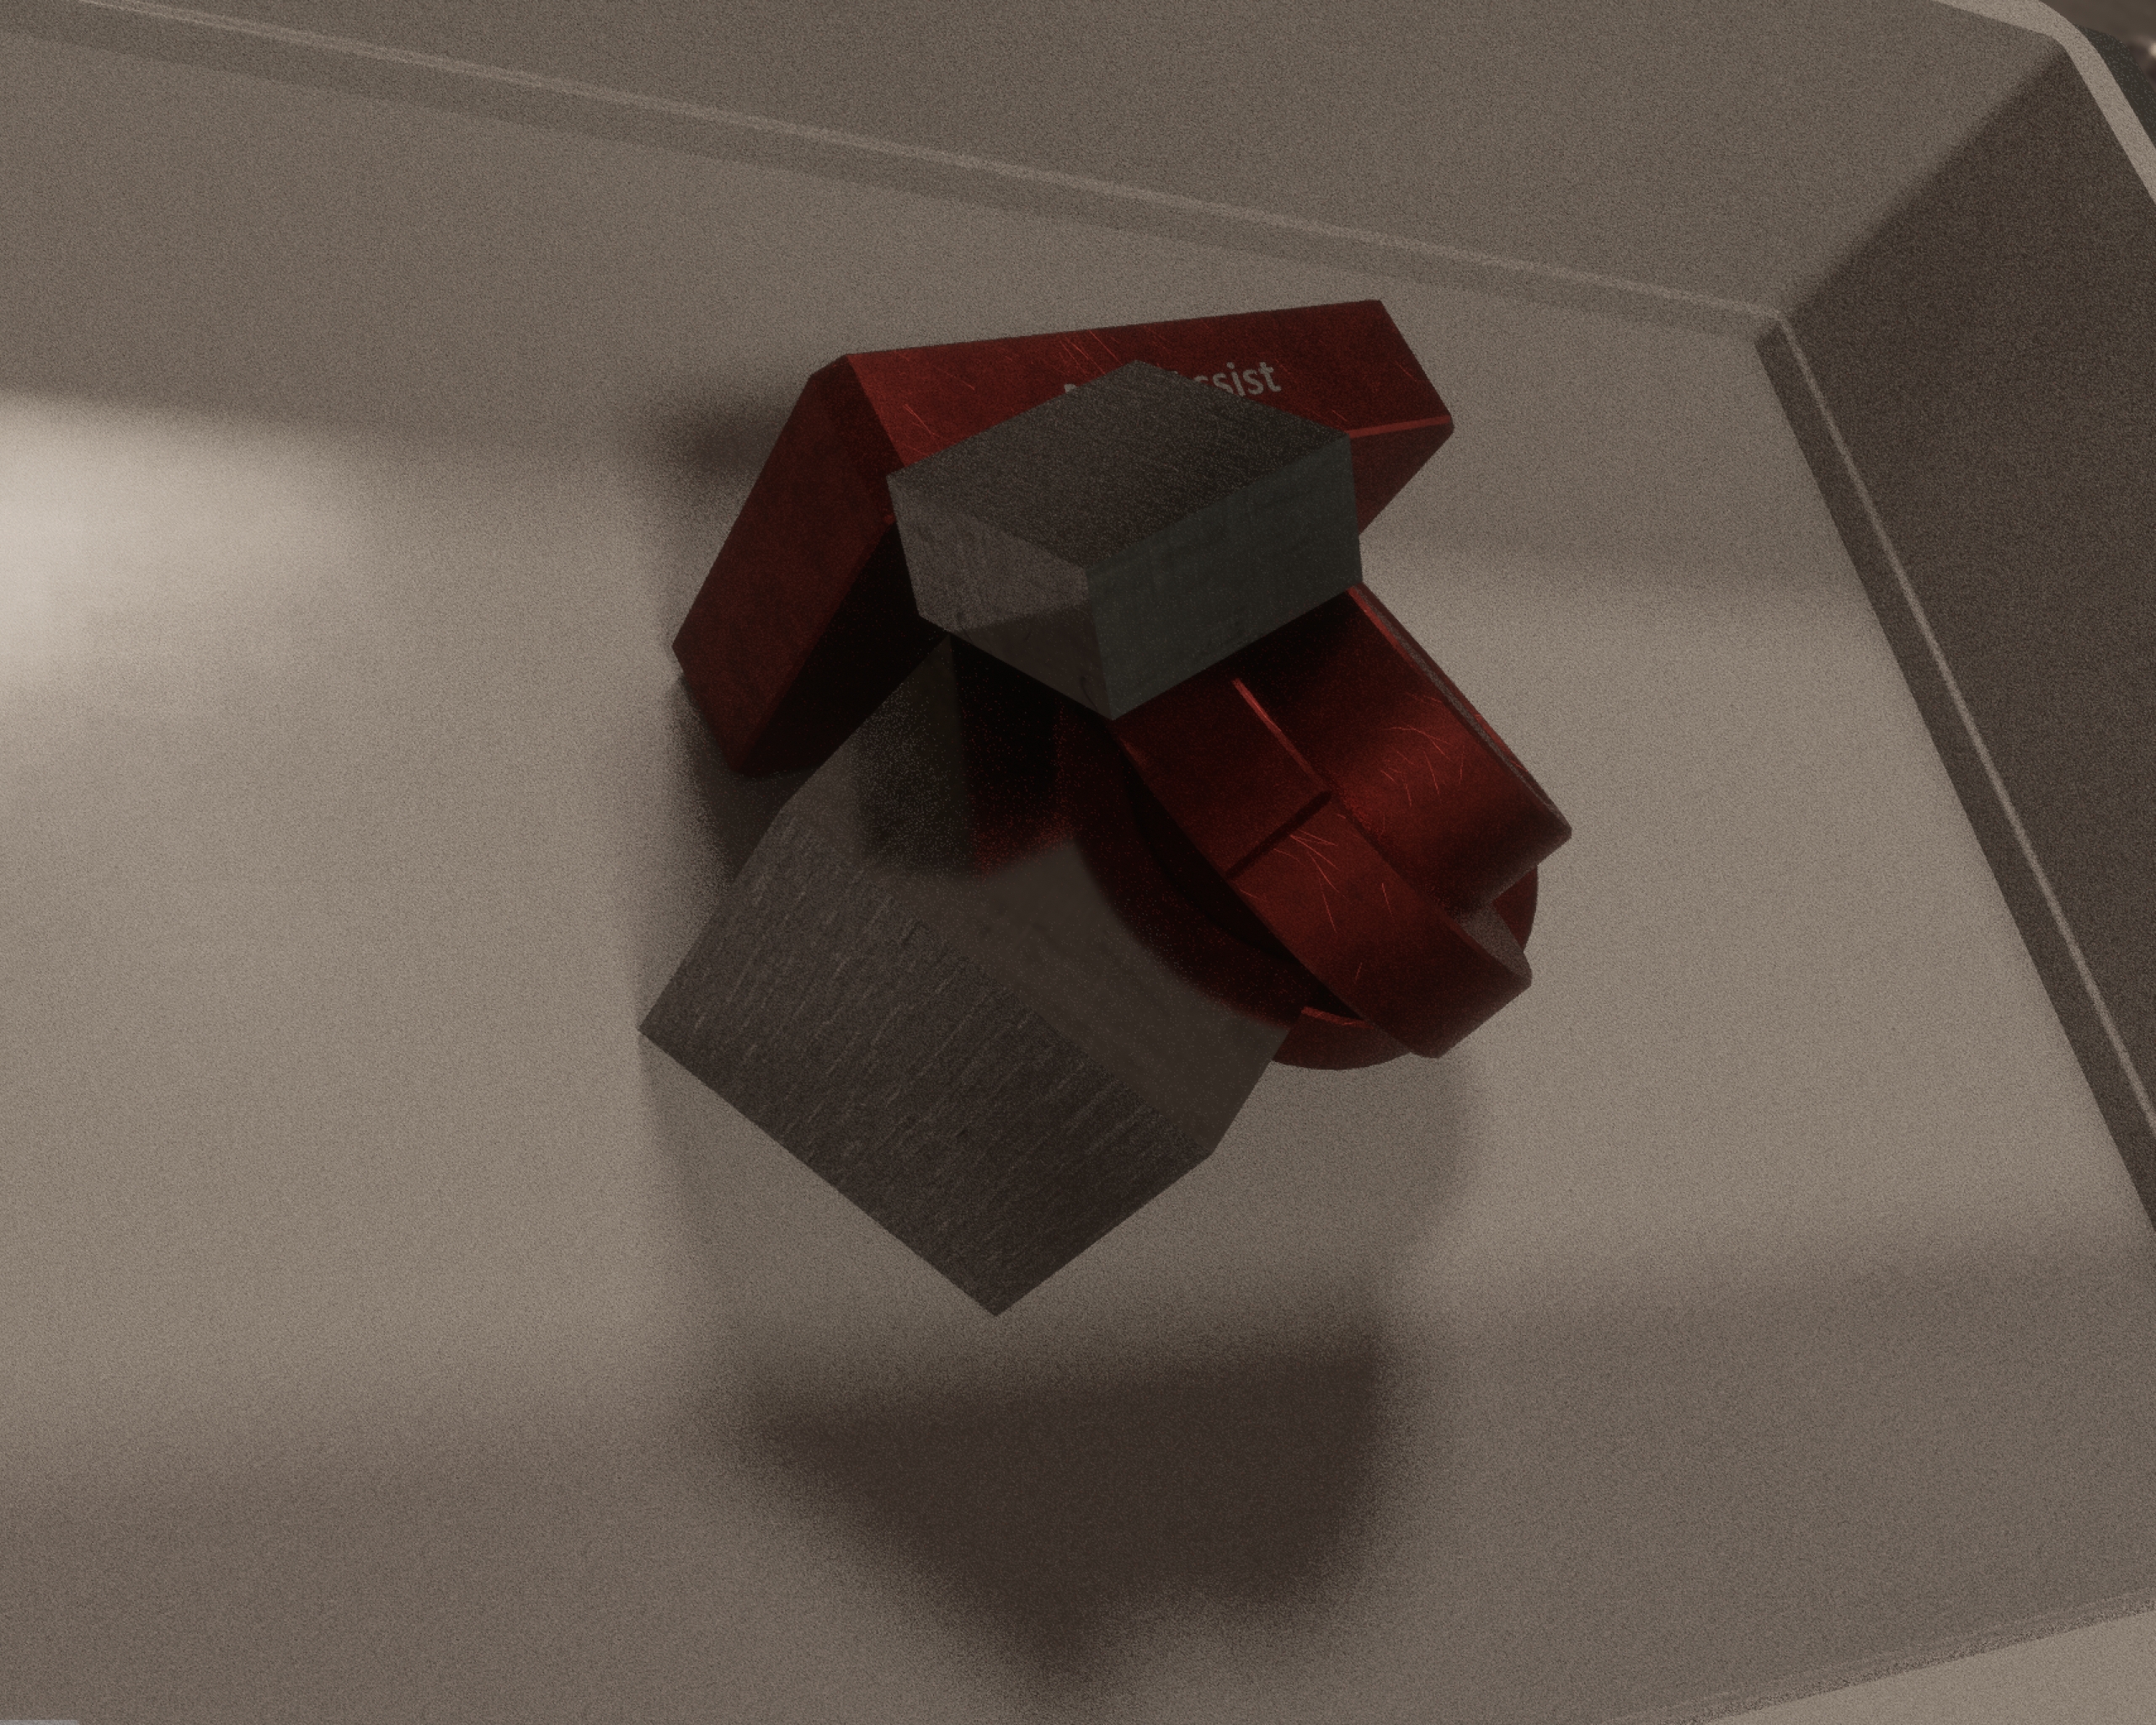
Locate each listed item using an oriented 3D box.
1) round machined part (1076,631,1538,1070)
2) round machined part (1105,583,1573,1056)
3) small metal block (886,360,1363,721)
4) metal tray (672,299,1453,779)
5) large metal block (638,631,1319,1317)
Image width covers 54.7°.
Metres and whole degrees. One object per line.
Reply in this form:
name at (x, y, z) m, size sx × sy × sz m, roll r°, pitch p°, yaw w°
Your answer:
round machined part at (0.039, -0.003, 0.419) m, size 0.099 × 0.042 × 0.098 m, roll 14°, pitch 56°, yaw -21°
round machined part at (0.046, -0.018, 0.356) m, size 0.098 × 0.042 × 0.098 m, roll 46°, pitch 13°, yaw -13°
small metal block at (0.007, -0.052, 0.322) m, size 0.050 × 0.025 × 0.050 m, roll -31°, pitch 40°, yaw -25°
metal tray at (-0.002, -0.062, 0.400) m, size 0.131 × 0.090 × 0.030 m, roll -16°, pitch 71°, yaw -35°
large metal block at (-0.016, 0.021, 0.349) m, size 0.080 × 0.080 × 0.050 m, roll 39°, pitch 51°, yaw -2°
